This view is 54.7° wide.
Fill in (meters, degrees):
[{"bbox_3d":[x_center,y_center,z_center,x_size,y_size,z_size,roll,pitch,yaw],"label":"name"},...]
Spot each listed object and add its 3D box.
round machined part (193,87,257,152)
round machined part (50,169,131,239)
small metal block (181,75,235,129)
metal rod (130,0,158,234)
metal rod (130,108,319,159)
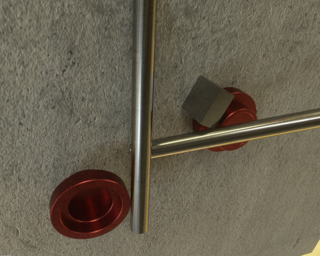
[{"bbox_3d":[0.100,-0.006,0.447,0.099,0.042,0.097,-14,124,-21],"label":"round machined part"},{"bbox_3d":[-0.091,0.093,0.400,0.099,0.042,0.097,-11,123,-17],"label":"round machined part"},{"bbox_3d":[0.061,-0.034,0.403,0.025,0.050,0.050,19,108,-36],"label":"small metal block"},{"bbox_3d":[-0.021,-0.002,0.368,0.025,0.025,0.298,-8,114,-25],"label":"metal rod"},{"bbox_3d":[0.111,0.005,0.402,0.302,0.025,0.025,-11,126,3],"label":"metal rod"}]
